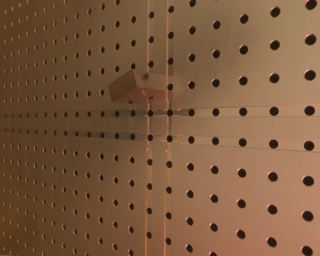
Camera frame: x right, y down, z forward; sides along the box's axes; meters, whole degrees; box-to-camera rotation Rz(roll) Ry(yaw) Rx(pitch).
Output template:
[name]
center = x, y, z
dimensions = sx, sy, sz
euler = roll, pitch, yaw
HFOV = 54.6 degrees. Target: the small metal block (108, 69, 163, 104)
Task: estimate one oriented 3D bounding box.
[small metal block]
center = -0.033, -0.055, 0.422
dimensions = 0.050, 0.050, 0.025
euler = -25, 75, 37
